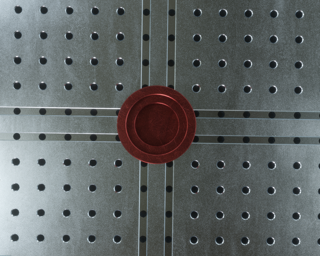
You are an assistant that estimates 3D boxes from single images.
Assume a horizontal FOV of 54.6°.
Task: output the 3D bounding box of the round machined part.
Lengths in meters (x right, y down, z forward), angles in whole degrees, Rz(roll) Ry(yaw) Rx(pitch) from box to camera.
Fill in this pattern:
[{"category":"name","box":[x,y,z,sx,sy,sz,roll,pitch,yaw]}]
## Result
[{"category":"round machined part","box":[-0.004,-0.004,0.404,0.099,0.042,0.097,0,90,0]}]
